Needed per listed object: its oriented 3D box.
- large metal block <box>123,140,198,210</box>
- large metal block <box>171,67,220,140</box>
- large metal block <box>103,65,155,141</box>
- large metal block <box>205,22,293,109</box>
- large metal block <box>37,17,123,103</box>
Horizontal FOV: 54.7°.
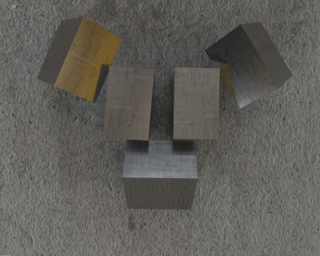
[{"bbox_3d":[0.000,0.059,0.378,0.081,0.080,0.050,1,51,0],"label":"large metal block"},{"bbox_3d":[0.041,-0.028,0.384,0.050,0.080,0.079,1,90,0],"label":"large metal block"},{"bbox_3d":[-0.035,-0.028,0.383,0.050,0.080,0.079,5,90,0],"label":"large metal block"},{"bbox_3d":[0.111,-0.079,0.379,0.050,0.080,0.080,-31,90,37],"label":"large metal block"},{"bbox_3d":[-0.099,-0.082,0.373,0.050,0.080,0.080,23,90,-36],"label":"large metal block"}]
